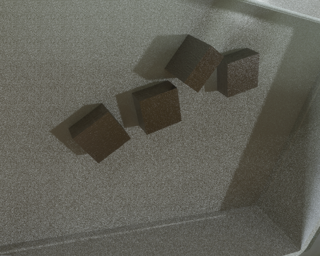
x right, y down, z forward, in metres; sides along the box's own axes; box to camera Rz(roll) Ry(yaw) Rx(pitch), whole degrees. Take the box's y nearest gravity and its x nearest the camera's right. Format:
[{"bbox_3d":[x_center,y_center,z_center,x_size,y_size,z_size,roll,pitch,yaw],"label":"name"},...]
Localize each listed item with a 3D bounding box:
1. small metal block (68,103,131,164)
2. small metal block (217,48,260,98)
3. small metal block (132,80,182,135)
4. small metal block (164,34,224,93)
[{"bbox_3d":[-0.072,0.007,0.375,0.050,0.025,0.050,-38,130,-3],"label":"small metal block"},{"bbox_3d":[0.106,-0.075,0.422,0.050,0.025,0.050,-21,127,-17],"label":"small metal block"},{"bbox_3d":[-0.003,-0.026,0.392,0.050,0.025,0.050,-22,127,-16],"label":"small metal block"},{"bbox_3d":[0.039,-0.077,0.368,0.025,0.050,0.050,28,103,-38],"label":"small metal block"}]
